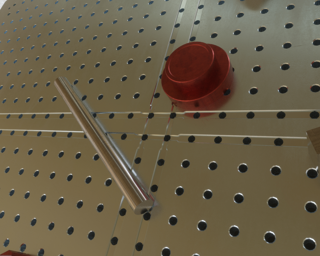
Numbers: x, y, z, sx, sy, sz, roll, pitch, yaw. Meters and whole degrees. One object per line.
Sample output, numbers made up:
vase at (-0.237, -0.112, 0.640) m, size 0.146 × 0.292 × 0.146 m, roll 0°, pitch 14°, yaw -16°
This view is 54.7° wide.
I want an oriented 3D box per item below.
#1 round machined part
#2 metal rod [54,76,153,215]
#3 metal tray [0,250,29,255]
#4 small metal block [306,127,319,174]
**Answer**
round machined part at (0.046, -0.078, 0.421) m, size 0.098 × 0.042 × 0.098 m, roll -13°, pitch 56°, yaw 21°
metal rod at (-0.097, 0.006, 0.455) m, size 0.025 × 0.025 × 0.300 m, roll -42°, pitch 51°, yaw 0°
metal tray at (-0.224, 0.223, 0.386) m, size 0.130 × 0.030 × 0.090 m, roll -29°, pitch 52°, yaw 10°
small metal block at (0.170, 0.016, 0.293) m, size 0.050 × 0.050 × 0.025 m, roll -20°, pitch 54°, yaw 16°
